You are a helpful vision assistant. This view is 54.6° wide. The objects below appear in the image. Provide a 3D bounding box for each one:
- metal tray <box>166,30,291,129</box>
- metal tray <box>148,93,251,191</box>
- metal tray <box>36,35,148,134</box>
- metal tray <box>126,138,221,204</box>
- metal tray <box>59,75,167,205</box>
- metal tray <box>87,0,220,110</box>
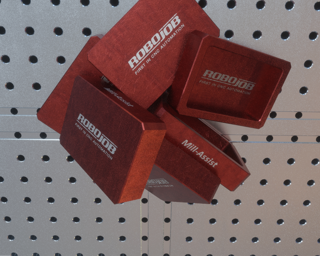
[{"bbox_3d":[0.083,-0.052,0.366,0.131,0.030,0.089,9,112,-27],"label":"metal tray"},{"bbox_3d":[0.044,0.013,0.383,0.130,0.090,0.030,36,106,-13],"label":"metal tray"},{"bbox_3d":[-0.082,-0.040,0.395,0.090,0.030,0.130,37,106,-14],"label":"metal tray"},{"bbox_3d":[0.002,0.055,0.383,0.090,0.130,0.030,37,67,-13],"label":"metal tray"},{"bbox_3d":[-0.058,0.007,0.335,0.030,0.130,0.089,0,117,-46],"label":"metal tray"},{"bbox_3d":[-0.007,-0.095,0.356,0.130,0.030,0.090,-46,108,0],"label":"metal tray"}]
